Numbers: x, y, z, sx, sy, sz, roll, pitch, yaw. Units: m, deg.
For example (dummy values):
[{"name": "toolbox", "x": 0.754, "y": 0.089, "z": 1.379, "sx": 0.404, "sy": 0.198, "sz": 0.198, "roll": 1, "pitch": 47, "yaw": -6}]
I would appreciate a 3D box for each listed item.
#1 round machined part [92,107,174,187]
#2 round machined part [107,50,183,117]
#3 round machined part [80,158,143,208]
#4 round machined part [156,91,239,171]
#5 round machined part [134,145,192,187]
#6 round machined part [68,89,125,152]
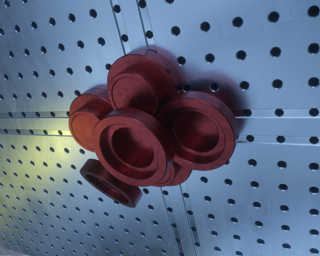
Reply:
[{"name": "round machined part", "x": -0.028, "y": 0.019, "z": 0.372, "sx": 0.098, "sy": 0.042, "sz": 0.097, "roll": 13, "pitch": 124, "yaw": 21}, {"name": "round machined part", "x": -0.025, "y": -0.044, "z": 0.387, "sx": 0.098, "sy": 0.042, "sz": 0.097, "roll": 13, "pitch": 124, "yaw": 21}, {"name": "round machined part", "x": -0.067, "y": 0.075, "z": 0.466, "sx": 0.098, "sy": 0.042, "sz": 0.098, "roll": 26, "pitch": 154, "yaw": 14}, {"name": "round machined part", "x": 0.047, "y": 0.000, "z": 0.375, "sx": 0.098, "sy": 0.042, "sz": 0.097, "roll": 13, "pitch": 124, "yaw": 21}, {"name": "round machined part", "x": -0.003, "y": 0.042, "z": 0.428, "sx": 0.098, "sy": 0.042, "sz": 0.097, "roll": 13, "pitch": 124, "yaw": 21}, {"name": "round machined part", "x": -0.091, "y": -0.004, "z": 0.447, "sx": 0.098, "sy": 0.042, "sz": 0.097, "roll": 13, "pitch": 124, "yaw": 21}]
